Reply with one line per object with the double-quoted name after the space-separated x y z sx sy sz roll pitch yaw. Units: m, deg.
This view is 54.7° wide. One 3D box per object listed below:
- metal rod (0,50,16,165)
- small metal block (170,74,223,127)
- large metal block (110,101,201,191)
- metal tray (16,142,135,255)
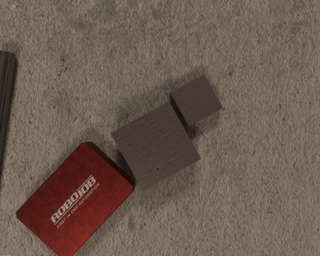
-0.224 0.049 0.407 0.025 0.025 0.298 8 90 -1 "metal rod"
0.047 -0.036 0.411 0.050 0.025 0.050 -29 90 -1 "small metal block"
-0.005 0.022 0.397 0.080 0.050 0.080 -29 90 0 "large metal block"
-0.108 0.093 0.406 0.090 0.030 0.130 43 90 -1 "metal tray"
